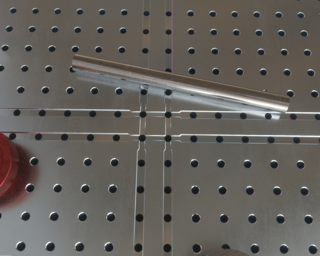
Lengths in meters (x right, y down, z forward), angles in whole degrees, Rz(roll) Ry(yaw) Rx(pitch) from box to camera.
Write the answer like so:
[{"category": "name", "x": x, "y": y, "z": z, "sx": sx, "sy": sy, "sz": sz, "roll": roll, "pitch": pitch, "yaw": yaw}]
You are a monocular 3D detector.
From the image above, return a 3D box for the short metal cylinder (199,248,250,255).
[{"category": "short metal cylinder", "x": 0.072, "y": 0.174, "z": 0.336, "sx": 0.081, "sy": 0.050, "sz": 0.080, "roll": 0, "pitch": 70, "yaw": -1}]

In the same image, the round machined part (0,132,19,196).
[{"category": "round machined part", "x": -0.224, "y": 0.048, "z": 0.382, "sx": 0.099, "sy": 0.042, "sz": 0.098, "roll": 0, "pitch": 70, "yaw": -1}]

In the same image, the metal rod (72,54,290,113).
[{"category": "metal rod", "x": 0.026, "y": -0.063, "z": 0.435, "sx": 0.302, "sy": 0.025, "sz": 0.025, "roll": 12, "pitch": 71, "yaw": 4}]
